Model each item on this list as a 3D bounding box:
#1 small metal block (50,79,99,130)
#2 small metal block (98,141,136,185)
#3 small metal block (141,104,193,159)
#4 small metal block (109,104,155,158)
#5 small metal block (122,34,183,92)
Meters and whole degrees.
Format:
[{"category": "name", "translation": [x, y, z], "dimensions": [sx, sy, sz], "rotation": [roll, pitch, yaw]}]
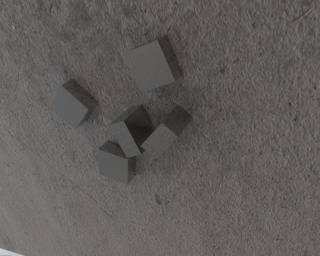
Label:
[{"category": "small metal block", "translation": [-0.125, -0.034, 0.452], "dimensions": [0.050, 0.025, 0.050], "rotation": [43, 129, -2]}, {"category": "small metal block", "translation": [-0.065, 0.053, 0.474], "dimensions": [0.050, 0.025, 0.050], "rotation": [17, 125, 18]}, {"category": "small metal block", "translation": [0.009, 0.004, 0.389], "dimensions": [0.025, 0.050, 0.050], "rotation": [42, 129, -1]}, {"category": "small metal block", "translation": [-0.033, 0.003, 0.410], "dimensions": [0.025, 0.050, 0.050], "rotation": [-14, 111, 34]}, {"category": "small metal block", "translation": [-0.008, -0.075, 0.365], "dimensions": [0.050, 0.025, 0.050], "rotation": [-12, 112, 33]}]
